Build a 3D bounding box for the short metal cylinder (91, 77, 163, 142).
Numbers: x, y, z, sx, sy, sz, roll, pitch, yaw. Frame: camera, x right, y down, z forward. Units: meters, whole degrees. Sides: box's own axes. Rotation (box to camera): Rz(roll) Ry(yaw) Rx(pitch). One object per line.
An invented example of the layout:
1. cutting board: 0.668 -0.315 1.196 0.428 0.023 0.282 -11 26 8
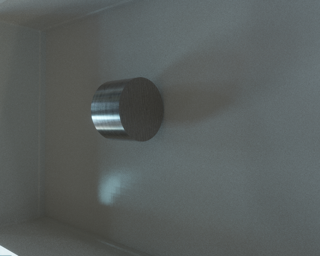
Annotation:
1. short metal cylinder: -0.040 -0.023 0.399 0.050 0.081 0.079 0 90 40
